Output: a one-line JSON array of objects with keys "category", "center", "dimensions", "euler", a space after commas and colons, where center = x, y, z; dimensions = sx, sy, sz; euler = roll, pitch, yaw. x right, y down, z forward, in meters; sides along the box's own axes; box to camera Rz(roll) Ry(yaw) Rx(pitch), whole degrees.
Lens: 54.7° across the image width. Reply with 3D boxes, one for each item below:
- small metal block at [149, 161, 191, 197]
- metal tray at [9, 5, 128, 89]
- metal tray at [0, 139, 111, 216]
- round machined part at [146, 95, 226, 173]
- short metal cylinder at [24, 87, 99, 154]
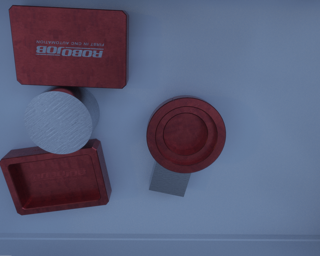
[{"category": "small metal block", "center": [0.015, 0.065, 0.435], "dimensions": [0.050, 0.025, 0.050], "euler": [13, 110, -5]}, {"category": "metal tray", "center": [-0.104, -0.096, 0.372], "dimensions": [0.131, 0.030, 0.089], "euler": [2, 110, -2]}, {"category": "metal tray", "center": [-0.141, 0.069, 0.432], "dimensions": [0.131, 0.030, 0.089], "euler": [-8, 110, 2]}, {"category": "round machined part", "center": [0.032, 0.006, 0.401], "dimensions": [0.099, 0.042, 0.097], "euler": [-1, 104, -2]}, {"category": "short metal cylinder", "center": [-0.121, -0.014, 0.391], "dimensions": [0.081, 0.050, 0.079], "euler": [0, 110, -1]}]
